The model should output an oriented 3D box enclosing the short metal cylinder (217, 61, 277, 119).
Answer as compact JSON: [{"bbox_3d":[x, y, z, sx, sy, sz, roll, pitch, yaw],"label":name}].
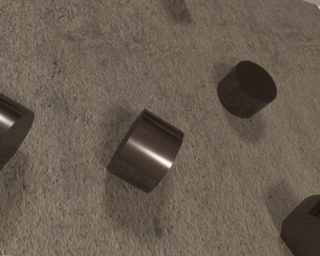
[{"bbox_3d":[0.141,-0.062,0.504,0.081,0.050,0.080,14,56,-21],"label":"short metal cylinder"}]

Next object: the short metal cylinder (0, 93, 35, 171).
[{"bbox_3d":[-0.160,0.005,0.279,0.050,0.080,0.080,33,51,-8],"label":"short metal cylinder"}]

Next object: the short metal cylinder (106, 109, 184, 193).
[{"bbox_3d":[-0.017,0.025,0.346,0.050,0.080,0.080,32,51,-8],"label":"short metal cylinder"}]

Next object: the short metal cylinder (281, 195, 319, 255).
[{"bbox_3d":[0.208,0.134,0.401,0.050,0.080,0.080,-24,75,-37],"label":"short metal cylinder"}]
